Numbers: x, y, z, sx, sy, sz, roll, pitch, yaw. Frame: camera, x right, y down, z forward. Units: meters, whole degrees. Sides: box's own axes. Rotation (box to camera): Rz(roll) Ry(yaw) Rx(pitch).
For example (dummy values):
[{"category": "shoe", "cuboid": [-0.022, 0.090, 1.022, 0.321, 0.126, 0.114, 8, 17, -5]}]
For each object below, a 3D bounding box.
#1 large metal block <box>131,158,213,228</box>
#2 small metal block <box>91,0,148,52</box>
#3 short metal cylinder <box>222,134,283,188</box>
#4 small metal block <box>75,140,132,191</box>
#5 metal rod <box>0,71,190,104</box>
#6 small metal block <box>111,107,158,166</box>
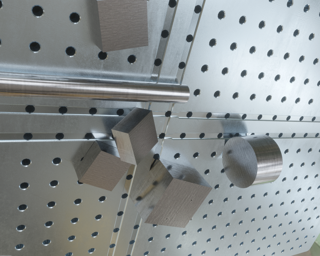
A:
[{"category": "large metal block", "cuboid": [0.018, 0.100, 0.468, 0.080, 0.050, 0.080, 21, 107, -36]}, {"category": "small metal block", "cuboid": [-0.041, -0.110, 0.322, 0.050, 0.025, 0.050, -14, 125, -21]}, {"category": "short metal cylinder", "cuboid": [0.144, 0.051, 0.488, 0.050, 0.080, 0.079, -4, 121, -27]}, {"category": "small metal block", "cuboid": [-0.073, 0.050, 0.403, 0.050, 0.025, 0.050, 28, 104, -38]}, {"category": "metal rod", "cuboid": [-0.101, -0.043, 0.330, 0.303, 0.025, 0.025, -1, 119, -29]}, {"category": "small metal block", "cuboid": [-0.030, 0.010, 0.387, 0.050, 0.025, 0.050, -48, 139, -40]}]
